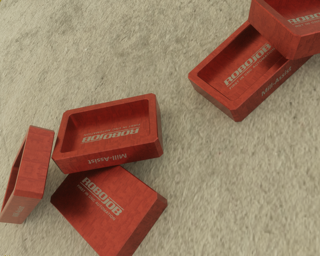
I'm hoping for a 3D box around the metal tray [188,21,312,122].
[{"bbox_3d":[0.112,-0.080,0.390,0.130,0.030,0.090,-42,51,-2],"label":"metal tray"}]

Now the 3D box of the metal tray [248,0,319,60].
[{"bbox_3d":[0.180,-0.127,0.350,0.131,0.030,0.090,-16,50,-11],"label":"metal tray"}]

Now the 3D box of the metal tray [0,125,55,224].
[{"bbox_3d":[-0.176,0.065,0.406,0.129,0.030,0.090,-42,40,46],"label":"metal tray"}]

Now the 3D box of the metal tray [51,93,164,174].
[{"bbox_3d":[-0.065,0.005,0.400,0.131,0.030,0.090,-11,44,6],"label":"metal tray"}]

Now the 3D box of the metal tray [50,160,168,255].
[{"bbox_3d":[-0.066,0.089,0.379,0.130,0.030,0.090,29,77,37],"label":"metal tray"}]
